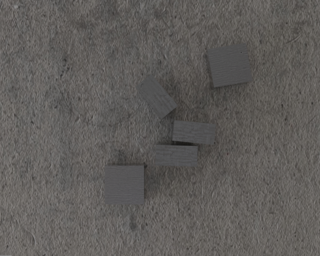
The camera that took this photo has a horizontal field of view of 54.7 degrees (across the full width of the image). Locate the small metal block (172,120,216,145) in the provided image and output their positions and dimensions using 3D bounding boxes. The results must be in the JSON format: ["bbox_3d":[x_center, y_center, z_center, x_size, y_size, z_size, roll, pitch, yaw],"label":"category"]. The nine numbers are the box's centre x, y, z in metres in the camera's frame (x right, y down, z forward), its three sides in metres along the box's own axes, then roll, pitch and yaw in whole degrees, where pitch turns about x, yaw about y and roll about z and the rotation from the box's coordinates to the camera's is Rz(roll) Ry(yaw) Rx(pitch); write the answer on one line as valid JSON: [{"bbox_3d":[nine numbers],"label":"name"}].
[{"bbox_3d":[0.041,0.005,0.398,0.050,0.050,0.025,6,90,0],"label":"small metal block"}]

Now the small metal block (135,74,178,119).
[{"bbox_3d":[-0.004,-0.038,0.397,0.025,0.050,0.050,-40,90,0],"label":"small metal block"}]

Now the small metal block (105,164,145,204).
[{"bbox_3d":[-0.046,0.073,0.410,0.050,0.025,0.050,0,90,0],"label":"small metal block"}]

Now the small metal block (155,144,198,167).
[{"bbox_3d":[0.020,0.033,0.398,0.050,0.050,0.025,2,90,0],"label":"small metal block"}]

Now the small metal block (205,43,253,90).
[{"bbox_3d":[0.090,-0.081,0.410,0.050,0.025,0.050,-10,90,0],"label":"small metal block"}]
